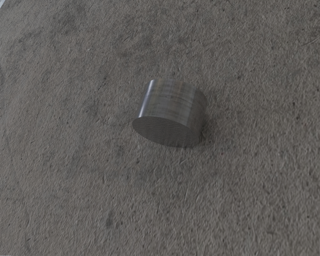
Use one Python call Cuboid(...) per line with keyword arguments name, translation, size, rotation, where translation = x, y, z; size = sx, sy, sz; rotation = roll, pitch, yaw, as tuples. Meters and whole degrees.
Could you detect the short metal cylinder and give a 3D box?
Cuboid(name="short metal cylinder", translation=(0.012, -0.016, 0.373), size=(0.080, 0.080, 0.050), rotation=(2, 63, 29))
